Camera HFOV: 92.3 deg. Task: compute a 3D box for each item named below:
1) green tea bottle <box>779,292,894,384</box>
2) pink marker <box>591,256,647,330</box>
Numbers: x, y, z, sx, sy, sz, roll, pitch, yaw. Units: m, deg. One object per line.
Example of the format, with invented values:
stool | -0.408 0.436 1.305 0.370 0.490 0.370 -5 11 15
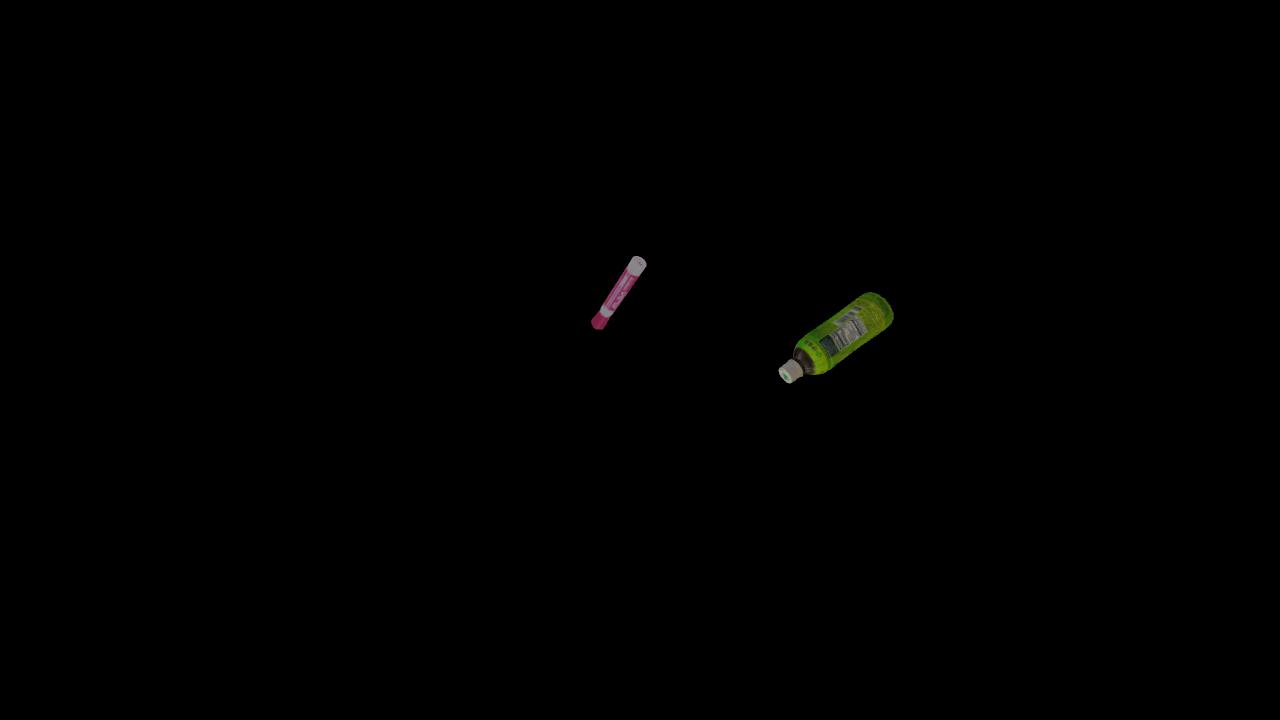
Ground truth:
green tea bottle | 0.313 -0.031 0.996 0.212 0.073 0.073 -31 10 -16
pink marker | -0.028 -0.078 0.745 0.020 0.020 0.121 0 -36 -35
